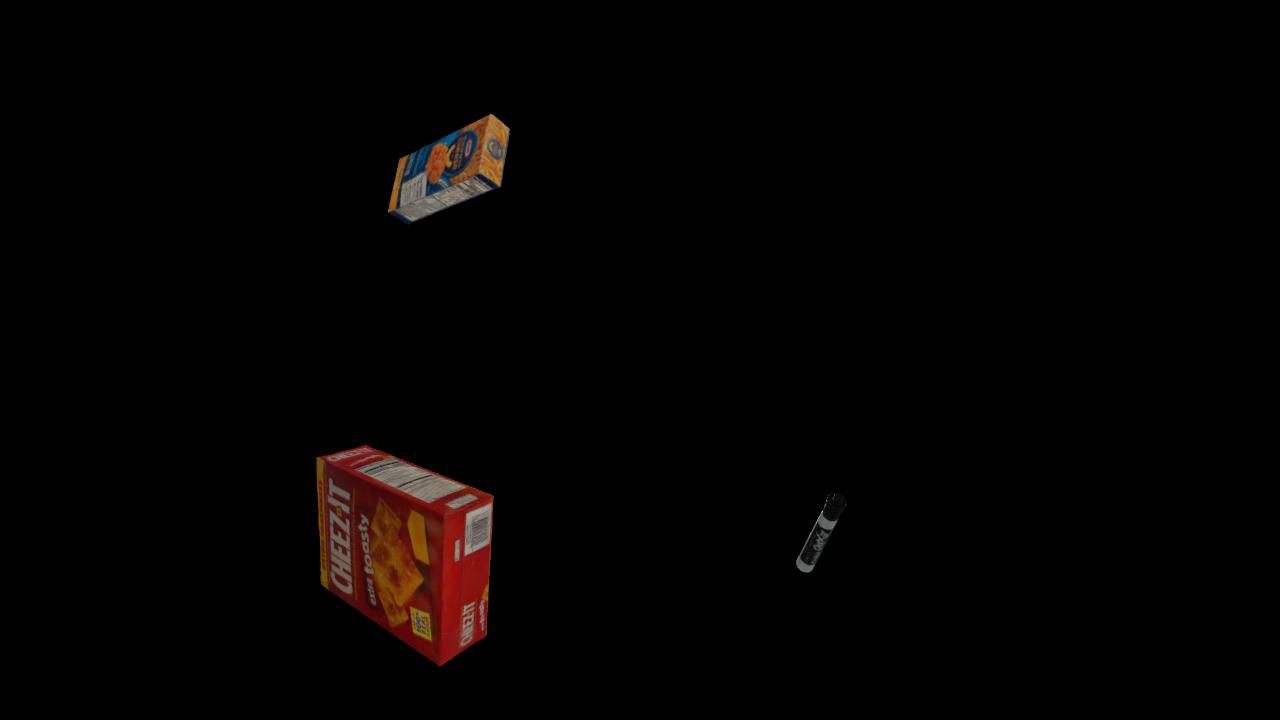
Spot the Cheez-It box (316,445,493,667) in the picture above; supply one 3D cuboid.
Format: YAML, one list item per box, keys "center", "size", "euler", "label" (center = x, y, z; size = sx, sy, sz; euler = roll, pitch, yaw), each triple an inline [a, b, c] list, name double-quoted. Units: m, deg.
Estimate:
- center: [-0.263, 0.202, 0.674]
  size: [0.223, 0.166, 0.071]
  euler: [12, 13, 32]
  label: "Cheez-It box"

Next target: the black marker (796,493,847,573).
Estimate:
- center: [0.182, 0.175, 0.621]
  size: [0.020, 0.121, 0.020]
  euler: [4, 41, -4]
  label: "black marker"

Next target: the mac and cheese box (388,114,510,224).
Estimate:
- center: [-0.254, -0.248, 0.812]
  size: [0.184, 0.093, 0.041]
  euler: [-10, -25, 33]
  label: "mac and cheese box"
